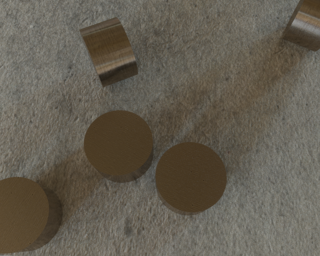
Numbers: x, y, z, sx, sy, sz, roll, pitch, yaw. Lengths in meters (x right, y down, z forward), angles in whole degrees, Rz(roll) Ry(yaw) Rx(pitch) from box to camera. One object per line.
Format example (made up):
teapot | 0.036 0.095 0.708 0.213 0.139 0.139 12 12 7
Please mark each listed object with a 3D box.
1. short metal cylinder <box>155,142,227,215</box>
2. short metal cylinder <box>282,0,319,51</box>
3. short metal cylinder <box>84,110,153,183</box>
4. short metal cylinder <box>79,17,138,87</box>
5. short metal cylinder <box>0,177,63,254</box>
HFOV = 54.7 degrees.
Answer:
short metal cylinder | 0.035 0.062 0.373 0.081 0.050 0.080 0 70 0
short metal cylinder | 0.217 -0.156 0.439 0.050 0.080 0.080 26 72 8
short metal cylinder | -0.049 0.024 0.385 0.081 0.050 0.080 0 70 0
short metal cylinder | -0.068 -0.101 0.415 0.050 0.080 0.080 -23 72 -8
short metal cylinder | -0.160 0.100 0.356 0.081 0.050 0.080 0 70 0
